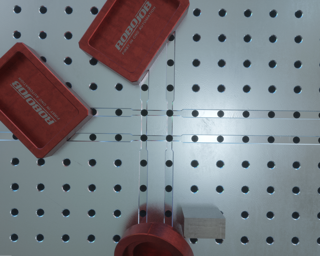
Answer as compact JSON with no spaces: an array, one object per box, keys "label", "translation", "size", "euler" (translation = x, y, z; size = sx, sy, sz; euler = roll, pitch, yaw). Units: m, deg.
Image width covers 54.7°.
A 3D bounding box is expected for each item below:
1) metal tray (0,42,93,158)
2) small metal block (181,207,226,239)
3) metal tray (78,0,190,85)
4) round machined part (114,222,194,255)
[{"label":"metal tray","translation":[-0.166,-0.035,0.409],"size":[0.090,0.030,0.130],"euler":[-44,90,0]},{"label":"small metal block","translation":[0.054,0.122,0.401],"size":[0.050,0.050,0.025],"euler":[1,90,0]},{"label":"metal tray","translation":[-0.033,-0.134,0.410],"size":[0.090,0.030,0.130],"euler":[34,90,0]},{"label":"round machined part","translation":[-0.004,0.159,0.392],"size":[0.098,0.042,0.097],"euler":[6,113,15]}]
